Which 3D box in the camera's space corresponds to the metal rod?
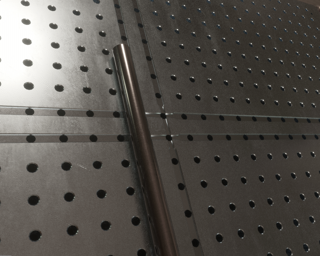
[{"bbox_3d":[-0.022,0.019,0.386,0.025,0.025,0.299,0,62,-29],"label":"metal rod"}]
